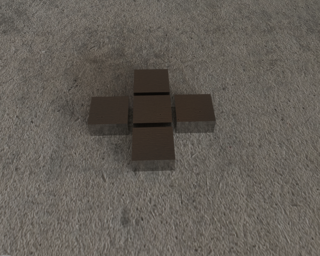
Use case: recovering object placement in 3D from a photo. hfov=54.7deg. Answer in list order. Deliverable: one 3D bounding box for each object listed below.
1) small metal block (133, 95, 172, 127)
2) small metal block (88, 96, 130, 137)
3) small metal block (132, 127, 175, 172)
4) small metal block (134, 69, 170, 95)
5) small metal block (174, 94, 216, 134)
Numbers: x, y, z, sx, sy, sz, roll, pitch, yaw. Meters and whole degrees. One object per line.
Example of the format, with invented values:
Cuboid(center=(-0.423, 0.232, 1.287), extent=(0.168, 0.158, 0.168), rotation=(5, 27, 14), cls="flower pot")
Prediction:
Cuboid(center=(-0.010, -0.018, 0.420), extent=(0.050, 0.025, 0.050), rotation=(-1, 50, -2), cls="small metal block")
Cuboid(center=(-0.067, -0.016, 0.417), extent=(0.050, 0.025, 0.050), rotation=(-1, 50, -2), cls="small metal block")
Cuboid(center=(-0.008, 0.026, 0.383), extent=(0.050, 0.025, 0.050), rotation=(-2, 50, -2), cls="small metal block")
Cuboid(center=(-0.012, -0.061, 0.456), extent=(0.050, 0.025, 0.050), rotation=(-1, 50, -2), cls="small metal block")
Cuboid(center=(0.046, -0.020, 0.422), extent=(0.050, 0.025, 0.050), rotation=(-1, 50, -2), cls="small metal block")
